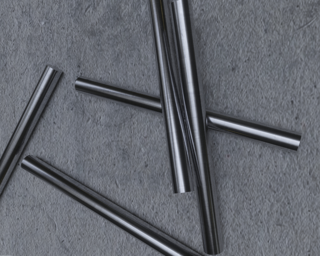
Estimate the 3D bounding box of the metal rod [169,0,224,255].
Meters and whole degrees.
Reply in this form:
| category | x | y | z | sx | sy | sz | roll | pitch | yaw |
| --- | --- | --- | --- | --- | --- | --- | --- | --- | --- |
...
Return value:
| category | x | y | z | sx | sy | sz | roll | pitch | yaw |
| --- | --- | --- | --- | --- | --- | --- | --- | --- | --- |
| metal rod | 0.045 | 0.005 | 0.368 | 0.025 | 0.025 | 0.298 | -6 | 97 | 20 |

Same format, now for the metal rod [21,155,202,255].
| category | x | y | z | sx | sy | sz | roll | pitch | yaw |
| --- | --- | --- | --- | --- | --- | --- | --- | --- | --- |
| metal rod | -0.076 | 0.114 | 0.435 | 0.301 | 0.025 | 0.025 | 25 | 99 | 18 |

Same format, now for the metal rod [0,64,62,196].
| category | x | y | z | sx | sy | sz | roll | pitch | yaw |
| --- | --- | --- | --- | --- | --- | --- | --- | --- | --- |
| metal rod | -0.233 | 0.037 | 0.491 | 0.025 | 0.025 | 0.299 | 34 | 101 | 17 |

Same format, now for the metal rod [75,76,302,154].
| category | x | y | z | sx | sy | sz | roll | pitch | yaw |
| --- | --- | --- | --- | --- | --- | --- | --- | --- | --- |
| metal rod | 0.021 | -0.023 | 0.401 | 0.301 | 0.025 | 0.025 | 16 | 96 | 19 |

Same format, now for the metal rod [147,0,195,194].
| category | x | y | z | sx | sy | sz | roll | pitch | yaw |
| --- | --- | --- | --- | --- | --- | --- | --- | --- | --- |
| metal rod | 0.009 | -0.071 | 0.385 | 0.025 | 0.025 | 0.299 | -11 | 78 | 19 |
